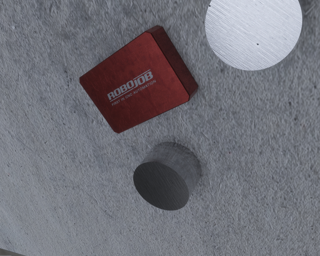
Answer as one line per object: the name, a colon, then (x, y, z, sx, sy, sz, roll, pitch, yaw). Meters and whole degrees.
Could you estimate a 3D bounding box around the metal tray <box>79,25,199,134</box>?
metal tray: (-0.030, -0.054, 0.386, 0.130, 0.030, 0.090, -24, 106, 36)

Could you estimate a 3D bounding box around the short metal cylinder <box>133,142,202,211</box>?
short metal cylinder: (0.011, 0.066, 0.426, 0.080, 0.050, 0.079, 13, 124, 21)

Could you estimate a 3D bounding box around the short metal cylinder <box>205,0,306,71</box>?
short metal cylinder: (0.088, -0.099, 0.283, 0.080, 0.050, 0.079, 13, 124, 21)
